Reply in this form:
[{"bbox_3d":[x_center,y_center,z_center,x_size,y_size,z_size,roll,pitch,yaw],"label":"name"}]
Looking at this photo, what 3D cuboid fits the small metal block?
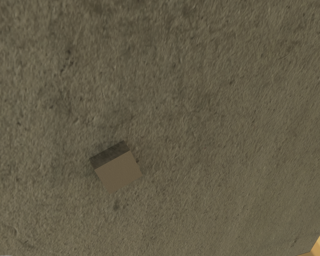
[{"bbox_3d":[-0.057,0.052,0.409,0.050,0.025,0.050,-29,129,-11],"label":"small metal block"}]
